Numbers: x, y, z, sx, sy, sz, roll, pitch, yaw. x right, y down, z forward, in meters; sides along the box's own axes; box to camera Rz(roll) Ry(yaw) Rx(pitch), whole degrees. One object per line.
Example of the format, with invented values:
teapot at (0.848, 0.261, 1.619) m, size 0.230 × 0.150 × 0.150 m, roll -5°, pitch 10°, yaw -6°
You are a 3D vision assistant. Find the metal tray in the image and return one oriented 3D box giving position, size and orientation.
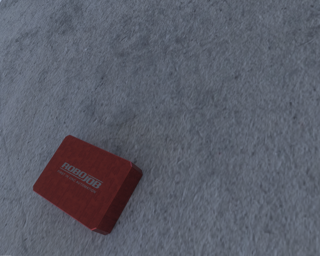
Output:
metal tray at (-0.097, 0.069, 0.407) m, size 0.130 × 0.030 × 0.090 m, roll 18°, pitch 71°, yaw 34°
